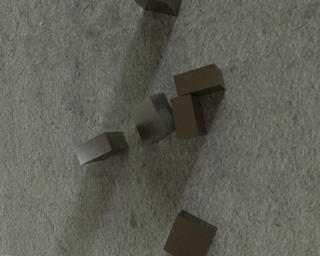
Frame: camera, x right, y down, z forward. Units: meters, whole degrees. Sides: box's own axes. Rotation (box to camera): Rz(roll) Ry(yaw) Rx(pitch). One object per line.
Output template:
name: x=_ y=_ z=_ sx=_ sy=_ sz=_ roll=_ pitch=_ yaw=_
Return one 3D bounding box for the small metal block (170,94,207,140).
small metal block: x=0.036 y=-0.013 z=0.382 sx=0.025 sy=0.050 sz=0.050 roll=-12 pitch=86 yaw=19

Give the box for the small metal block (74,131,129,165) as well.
small metal block: x=-0.078 y=0.027 z=0.422 sx=0.050 sy=0.050 sz=0.025 roll=-25 pitch=82 yaw=18

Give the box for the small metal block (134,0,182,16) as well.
small metal block: x=-0.004 y=-0.168 z=0.396 sx=0.050 sy=0.050 sz=0.025 roll=18 pitch=96 yaw=19

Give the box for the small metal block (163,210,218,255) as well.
small metal block: x=0.039 y=0.141 z=0.395 sx=0.050 sy=0.025 sz=0.050 roll=23 pitch=98 yaw=18

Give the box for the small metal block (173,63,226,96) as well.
small metal block: x=0.049 y=-0.055 z=0.378 sx=0.050 sy=0.050 sz=0.025 roll=-14 pitch=86 yaw=19

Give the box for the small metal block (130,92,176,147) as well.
small metal block: x=-0.007 y=-0.010 z=0.399 sx=0.050 sy=0.025 sz=0.050 roll=-36 pitch=77 yaw=48
